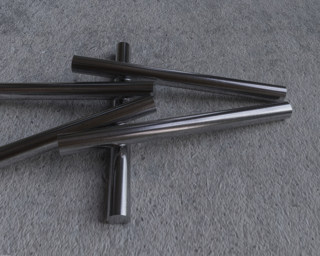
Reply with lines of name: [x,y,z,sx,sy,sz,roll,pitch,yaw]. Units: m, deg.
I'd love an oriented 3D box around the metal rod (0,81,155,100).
metal rod: [-0.157,-0.051,0.427,0.302,0.025,0.025,1,50,7]

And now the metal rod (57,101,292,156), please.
metal rod: [0.031,-0.003,0.387,0.302,0.025,0.025,-9,50,-16]

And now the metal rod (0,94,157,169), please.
metal rod: [-0.148,0.021,0.367,0.302,0.025,0.025,-21,53,-10]

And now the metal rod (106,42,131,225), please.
metal rod: [-0.052,-0.019,0.419,0.025,0.025,0.300,-2,50,-2]

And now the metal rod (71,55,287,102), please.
metal rod: [0.028,-0.070,0.442,0.302,0.025,0.025,8,50,-2]
